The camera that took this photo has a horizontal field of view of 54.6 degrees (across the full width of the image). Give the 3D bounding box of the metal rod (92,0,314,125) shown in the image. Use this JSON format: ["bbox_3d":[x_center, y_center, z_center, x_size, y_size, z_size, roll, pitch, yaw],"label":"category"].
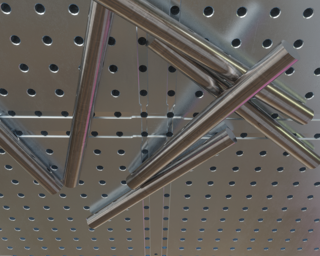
[{"bbox_3d":[0.063,-0.071,0.334,0.302,0.025,0.025,24,126,-26],"label":"metal rod"}]

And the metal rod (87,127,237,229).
[{"bbox_3d":[-0.012,0.089,0.486,0.299,0.025,0.025,-36,122,26],"label":"metal rod"}]

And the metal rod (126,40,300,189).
[{"bbox_3d":[0.040,0.006,0.387,0.025,0.025,0.299,27,134,-21],"label":"metal rod"}]

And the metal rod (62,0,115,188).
[{"bbox_3d":[-0.095,-0.026,0.388,0.025,0.025,0.298,13,129,-11],"label":"metal rod"}]

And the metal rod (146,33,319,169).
[{"bbox_3d":[0.108,-0.024,0.391,0.301,0.025,0.025,32,123,-25],"label":"metal rod"}]

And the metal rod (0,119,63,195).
[{"bbox_3d":[-0.223,-0.010,0.401,0.025,0.025,0.299,-18,128,15],"label":"metal rod"}]
